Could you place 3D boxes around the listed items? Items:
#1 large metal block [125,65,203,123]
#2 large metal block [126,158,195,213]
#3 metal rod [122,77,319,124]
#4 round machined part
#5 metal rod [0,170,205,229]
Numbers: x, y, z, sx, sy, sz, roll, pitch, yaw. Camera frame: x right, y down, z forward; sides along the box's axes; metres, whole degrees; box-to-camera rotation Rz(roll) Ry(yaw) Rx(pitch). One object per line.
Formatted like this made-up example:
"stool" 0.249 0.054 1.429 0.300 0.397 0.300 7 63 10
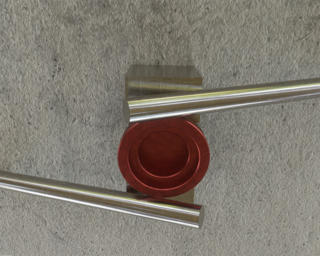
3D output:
"large metal block" 0.003 -0.043 0.366 0.081 0.080 0.050 1 110 -1
"large metal block" 0.000 0.069 0.407 0.081 0.080 0.050 1 110 -1
"metal rod" 0.108 -0.036 0.342 0.303 0.025 0.025 -8 112 -21
"round machined part" 0.004 0.026 0.349 0.099 0.042 0.097 0 110 -1
"metal rod" -0.095 0.082 0.381 0.301 0.025 0.025 5 112 22
